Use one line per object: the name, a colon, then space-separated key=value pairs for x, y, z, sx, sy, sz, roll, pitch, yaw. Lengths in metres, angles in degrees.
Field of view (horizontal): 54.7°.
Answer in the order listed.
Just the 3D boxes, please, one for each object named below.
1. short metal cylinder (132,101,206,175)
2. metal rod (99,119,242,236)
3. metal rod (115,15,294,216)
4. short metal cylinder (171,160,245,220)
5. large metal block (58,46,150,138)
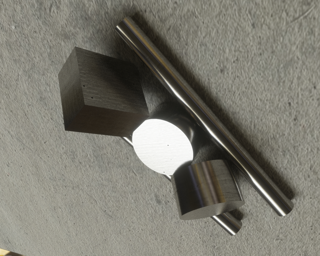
short metal cylinder: x=0.012 y=0.013 z=0.393 sx=0.080 sy=0.050 sz=0.079 roll=13 pitch=124 yaw=21
metal rod: x=-0.004 y=0.043 z=0.436 sx=0.300 sy=0.025 sz=0.025 roll=42 pitch=129 yaw=-1
metal rod: x=0.057 y=-0.010 z=0.372 sx=0.300 sy=0.025 sz=0.025 roll=48 pitch=129 yaw=-6
short metal cylinder: x=0.058 y=0.078 z=0.383 sx=0.080 sy=0.081 sz=0.050 roll=-36 pitch=56 yaw=38
large metal block: x=-0.067 y=-0.039 z=0.364 sx=0.050 sy=0.081 sz=0.080 roll=-42 pitch=53 yaw=39
